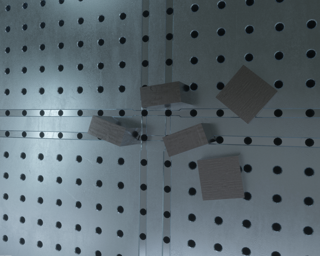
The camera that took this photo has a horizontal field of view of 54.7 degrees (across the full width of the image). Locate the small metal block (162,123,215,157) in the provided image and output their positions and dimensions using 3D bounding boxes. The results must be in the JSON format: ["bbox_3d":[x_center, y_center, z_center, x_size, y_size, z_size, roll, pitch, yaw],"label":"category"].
[{"bbox_3d":[0.037,0.014,0.386,0.050,0.050,0.025,-21,83,18],"label":"small metal block"}]

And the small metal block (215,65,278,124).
[{"bbox_3d":[0.105,-0.040,0.375,0.050,0.025,0.050,43,103,14],"label":"small metal block"}]

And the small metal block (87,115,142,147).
[{"bbox_3d":[-0.060,0.003,0.420,0.050,0.050,0.025,20,97,18],"label":"small metal block"}]

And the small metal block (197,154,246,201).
[{"bbox_3d":[0.077,0.061,0.385,0.050,0.025,0.050,-9,87,19],"label":"small metal block"}]

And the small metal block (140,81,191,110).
[{"bbox_3d":[0.009,-0.040,0.396,0.050,0.050,0.025,-7,88,19],"label":"small metal block"}]
